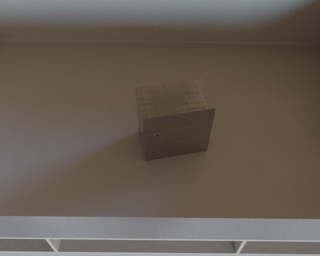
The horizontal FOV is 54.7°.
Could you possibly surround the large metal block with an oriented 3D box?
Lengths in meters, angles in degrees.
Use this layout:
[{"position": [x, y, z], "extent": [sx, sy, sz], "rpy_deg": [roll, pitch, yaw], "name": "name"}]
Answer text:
[{"position": [0.016, -0.009, 0.377], "extent": [0.081, 0.080, 0.050], "rpy_deg": [-9, 51, -8], "name": "large metal block"}]
